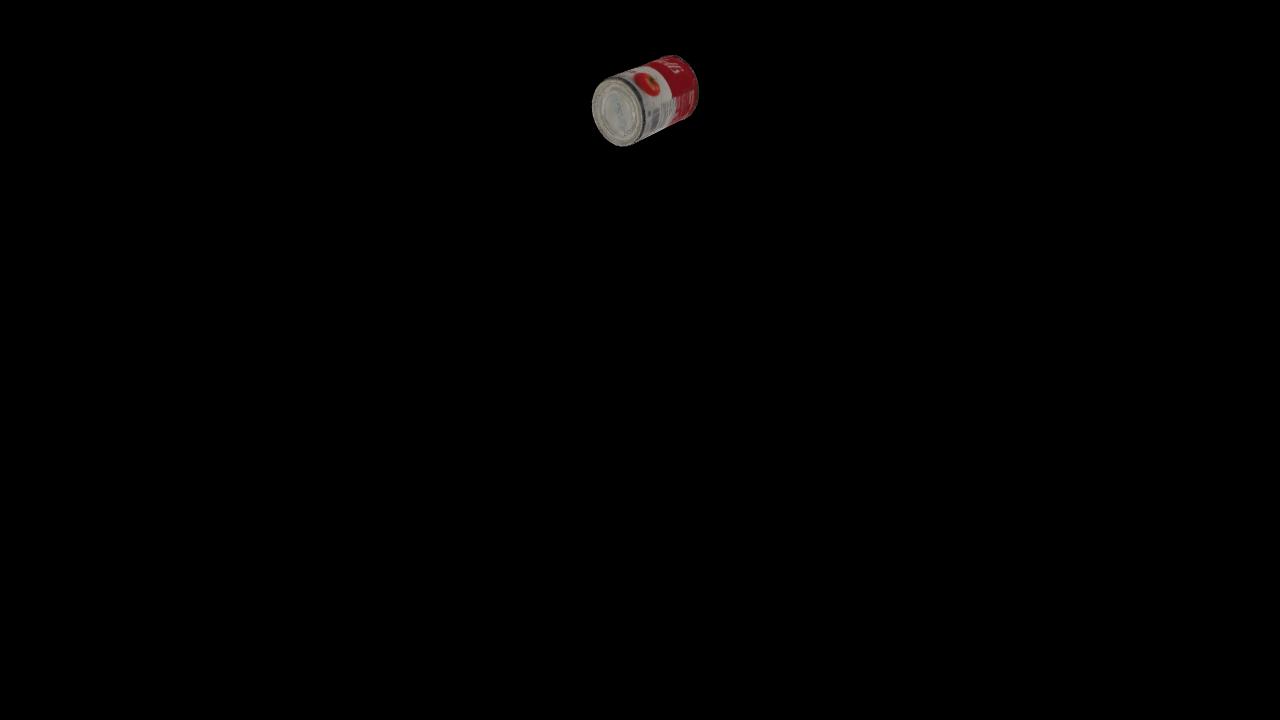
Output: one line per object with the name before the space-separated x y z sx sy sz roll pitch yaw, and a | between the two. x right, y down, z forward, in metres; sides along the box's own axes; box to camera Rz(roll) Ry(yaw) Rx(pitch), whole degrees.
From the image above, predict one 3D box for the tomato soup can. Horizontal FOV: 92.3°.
tomato soup can | 0.006 -0.267 0.635 0.068 0.068 0.101 0 32 45
